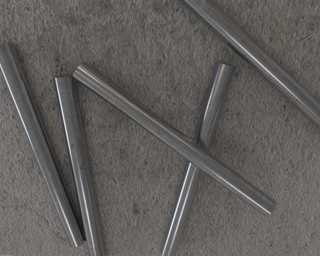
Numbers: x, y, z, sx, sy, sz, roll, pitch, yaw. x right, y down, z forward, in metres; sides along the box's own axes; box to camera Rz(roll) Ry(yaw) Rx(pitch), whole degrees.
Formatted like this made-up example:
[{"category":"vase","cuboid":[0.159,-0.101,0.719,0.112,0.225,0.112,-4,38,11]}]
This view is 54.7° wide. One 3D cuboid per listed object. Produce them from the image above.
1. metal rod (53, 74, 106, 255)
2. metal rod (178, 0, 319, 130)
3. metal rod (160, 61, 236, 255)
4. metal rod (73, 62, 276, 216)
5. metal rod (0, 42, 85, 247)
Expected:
[{"category":"metal rod","cuboid":[-0.108,0.074,0.436,0.025,0.025,0.298,-4,110,1]},{"category":"metal rod","cuboid":[0.131,-0.076,0.382,0.301,0.025,0.025,38,106,-13]},{"category":"metal rod","cuboid":[0.047,0.057,0.431,0.025,0.025,0.298,12,110,-5]},{"category":"metal rod","cuboid":[0.021,0.016,0.393,0.301,0.025,0.025,36,106,-4]},{"category":"metal rod","cuboid":[-0.157,0.036,0.421,0.025,0.025,0.298,-12,110,4]}]
